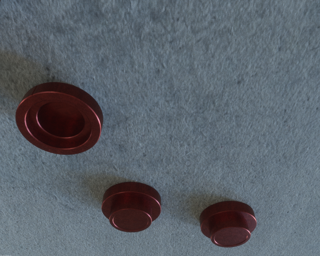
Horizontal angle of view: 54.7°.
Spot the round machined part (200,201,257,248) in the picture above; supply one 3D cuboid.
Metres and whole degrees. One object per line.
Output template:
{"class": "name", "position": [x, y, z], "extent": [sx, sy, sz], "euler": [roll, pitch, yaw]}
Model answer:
{"class": "round machined part", "position": [0.121, 0.175, 0.548], "extent": [0.099, 0.042, 0.097], "euler": [-1, 130, 0]}

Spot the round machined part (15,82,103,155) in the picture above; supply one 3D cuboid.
{"class": "round machined part", "position": [-0.119, -0.016, 0.381], "extent": [0.099, 0.042, 0.097], "euler": [-1, 130, 0]}

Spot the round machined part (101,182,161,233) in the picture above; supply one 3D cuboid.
{"class": "round machined part", "position": [-0.047, 0.136, 0.512], "extent": [0.099, 0.042, 0.097], "euler": [-1, 130, 0]}
